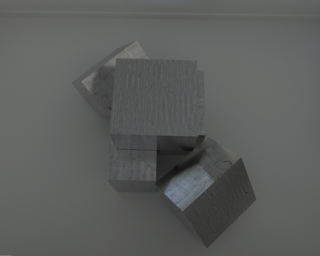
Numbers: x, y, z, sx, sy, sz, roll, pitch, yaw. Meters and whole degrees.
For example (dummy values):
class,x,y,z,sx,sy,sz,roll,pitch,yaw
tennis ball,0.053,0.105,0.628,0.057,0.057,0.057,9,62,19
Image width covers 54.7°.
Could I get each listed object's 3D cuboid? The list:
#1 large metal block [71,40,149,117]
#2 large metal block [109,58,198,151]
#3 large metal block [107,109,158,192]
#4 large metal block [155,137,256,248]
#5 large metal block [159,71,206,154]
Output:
class,x,y,z,sx,sy,sz,roll,pitch,yaw
large metal block,-0.058,-0.062,0.393,0.080,0.080,0.050,-41,110,-14
large metal block,-0.004,-0.022,0.317,0.080,0.050,0.080,2,70,0
large metal block,-0.029,0.030,0.368,0.050,0.080,0.080,1,70,0
large metal block,0.053,0.072,0.345,0.080,0.080,0.050,-40,40,-13
large metal block,0.025,-0.016,0.384,0.050,0.080,0.080,1,70,0
